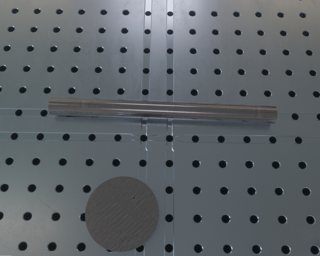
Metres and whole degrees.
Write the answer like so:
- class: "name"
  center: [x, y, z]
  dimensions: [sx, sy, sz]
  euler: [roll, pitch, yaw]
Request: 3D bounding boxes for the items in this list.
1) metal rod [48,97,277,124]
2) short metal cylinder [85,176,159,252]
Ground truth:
- class: "metal rod"
  center: [0.004, -0.024, 0.420]
  dimensions: [0.302, 0.025, 0.025]
  euler: [2, 70, 0]
- class: "short metal cylinder"
  center: [-0.041, 0.101, 0.361]
  dimensions: [0.081, 0.050, 0.080]
  euler: [0, 70, 0]
